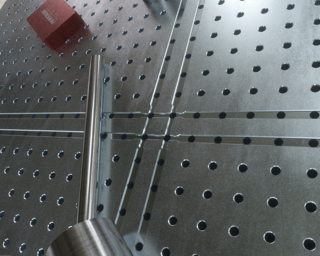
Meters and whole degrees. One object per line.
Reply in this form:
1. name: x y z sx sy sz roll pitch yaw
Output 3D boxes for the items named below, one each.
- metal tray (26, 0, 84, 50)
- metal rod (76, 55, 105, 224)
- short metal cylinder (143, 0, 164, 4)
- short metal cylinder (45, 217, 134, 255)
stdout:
1. metal tray: -0.228 -0.231 0.667 0.090 0.030 0.130 -42 51 -1
2. metal rod: -0.099 0.007 0.456 0.025 0.025 0.299 -17 55 19
3. short metal cylinder: -0.010 -0.277 0.568 0.080 0.050 0.080 -13 56 21
4. short metal cylinder: -0.071 0.141 0.324 0.080 0.080 0.050 -42 51 -1
